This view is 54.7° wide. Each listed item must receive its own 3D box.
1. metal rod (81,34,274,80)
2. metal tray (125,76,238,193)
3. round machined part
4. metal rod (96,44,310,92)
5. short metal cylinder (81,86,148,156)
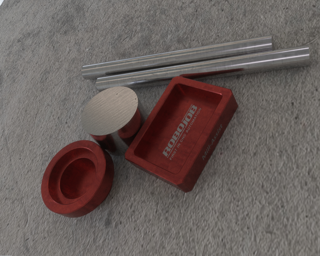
[{"bbox_3d":[0.009,-0.100,0.460,0.300,0.025,0.025,-3,61,26],"label":"metal rod"},{"bbox_3d":[0.026,0.003,0.384,0.090,0.030,0.130,21,73,35],"label":"metal tray"},{"bbox_3d":[-0.101,0.068,0.404,0.098,0.042,0.098,-13,56,21],"label":"round machined part"},{"bbox_3d":[0.041,-0.077,0.429,0.300,0.025,0.025,-4,60,26],"label":"metal rod"},{"bbox_3d":[-0.057,-0.010,0.417,0.080,0.050,0.080,-12,51,15],"label":"short metal cylinder"}]
